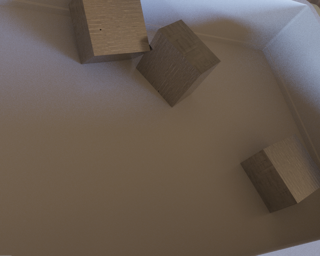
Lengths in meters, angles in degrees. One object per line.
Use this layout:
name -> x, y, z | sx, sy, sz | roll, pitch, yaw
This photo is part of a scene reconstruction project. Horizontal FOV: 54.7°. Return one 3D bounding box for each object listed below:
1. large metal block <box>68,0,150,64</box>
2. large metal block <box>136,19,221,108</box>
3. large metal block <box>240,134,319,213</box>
large metal block -> -0.067, -0.134, 0.414 | 0.081, 0.050, 0.080 | -14, 96, -32
large metal block -> 0.023, -0.089, 0.437 | 0.080, 0.080, 0.050 | 48, 51, 5
large metal block -> 0.178, 0.064, 0.446 | 0.081, 0.050, 0.080 | -18, 71, -35
